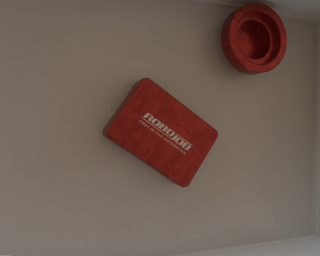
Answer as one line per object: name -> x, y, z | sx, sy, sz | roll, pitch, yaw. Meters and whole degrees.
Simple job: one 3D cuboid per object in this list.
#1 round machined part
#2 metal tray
round machined part -> 0.131, -0.126, 0.451 | 0.099, 0.042, 0.097 | 0, 90, -21
metal tray -> 0.003, 0.007, 0.410 | 0.130, 0.030, 0.090 | 36, 78, -17
